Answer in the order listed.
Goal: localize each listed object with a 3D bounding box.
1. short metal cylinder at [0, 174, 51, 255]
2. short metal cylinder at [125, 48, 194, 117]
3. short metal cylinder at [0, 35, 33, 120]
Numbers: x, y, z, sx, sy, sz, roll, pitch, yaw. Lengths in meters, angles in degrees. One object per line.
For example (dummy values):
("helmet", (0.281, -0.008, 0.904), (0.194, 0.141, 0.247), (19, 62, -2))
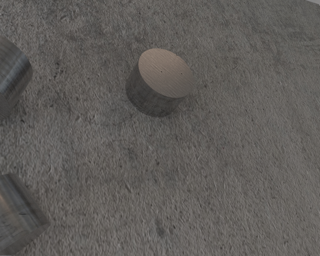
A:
("short metal cylinder", (-0.137, 0.081, 0.246), (0.081, 0.080, 0.050), (-32, 80, -38))
("short metal cylinder", (-0.001, -0.061, 0.424), (0.081, 0.050, 0.080), (14, 56, -21))
("short metal cylinder", (-0.176, -0.052, 0.305), (0.080, 0.080, 0.050), (24, 53, -14))
